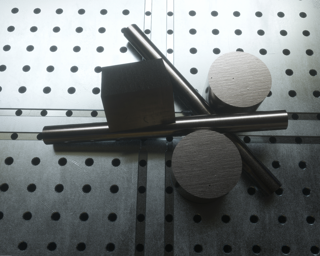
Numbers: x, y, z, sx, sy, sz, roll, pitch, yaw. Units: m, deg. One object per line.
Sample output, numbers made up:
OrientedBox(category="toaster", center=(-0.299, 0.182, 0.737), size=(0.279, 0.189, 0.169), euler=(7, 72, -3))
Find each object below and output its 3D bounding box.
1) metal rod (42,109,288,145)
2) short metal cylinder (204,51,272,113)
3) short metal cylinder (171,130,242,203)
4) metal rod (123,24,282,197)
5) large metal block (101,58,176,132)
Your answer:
OrientedBox(category="metal rod", center=(0.002, 0.000, 0.390), size=(0.302, 0.025, 0.025), euler=(-4, 70, 5))
OrientedBox(category="short metal cylinder", center=(0.101, -0.055, 0.416), size=(0.081, 0.050, 0.080), euler=(0, 70, 0))
OrientedBox(category="short metal cylinder", center=(0.054, 0.048, 0.377), size=(0.081, 0.050, 0.080), euler=(0, 70, 0))
OrientedBox(category="metal rod", center=(0.048, -0.034, 0.421), size=(0.025, 0.025, 0.300), euler=(-36, 74, -12))
OrientedBox(category="large metal block", center=(-0.029, -0.044, 0.391), size=(0.081, 0.050, 0.080), euler=(-9, 36, -3))
